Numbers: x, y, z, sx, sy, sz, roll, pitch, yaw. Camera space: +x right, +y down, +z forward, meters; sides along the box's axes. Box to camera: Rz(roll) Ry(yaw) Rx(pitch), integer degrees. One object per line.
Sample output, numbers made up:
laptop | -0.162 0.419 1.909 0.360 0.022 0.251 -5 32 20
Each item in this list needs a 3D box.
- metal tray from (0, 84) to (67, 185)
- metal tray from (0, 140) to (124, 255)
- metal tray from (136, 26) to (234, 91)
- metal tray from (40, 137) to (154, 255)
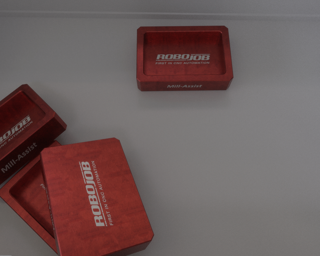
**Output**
metal tray | -0.193 0.012 0.384 0.130 0.030 0.090 -43 55 -14
metal tray | -0.113 0.088 0.373 0.130 0.030 0.090 39 74 13
metal tray | 0.033 -0.100 0.443 0.131 0.030 0.090 -1 70 -1
metal tray | -0.072 0.076 0.335 0.091 0.030 0.130 -8 56 -26
